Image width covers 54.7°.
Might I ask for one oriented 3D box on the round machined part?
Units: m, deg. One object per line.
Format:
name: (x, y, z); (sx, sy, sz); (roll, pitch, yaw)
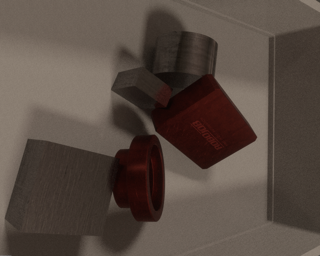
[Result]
round machined part: (-0.024, 0.057, 0.356); (0.098, 0.042, 0.097); (-4, 91, -79)

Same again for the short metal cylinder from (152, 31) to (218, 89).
short metal cylinder: (0.032, -0.084, 0.399); (0.081, 0.080, 0.050); (12, 83, -40)

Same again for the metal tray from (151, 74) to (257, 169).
metal tray: (0.061, -0.002, 0.407); (0.130, 0.090, 0.030); (40, 23, -44)

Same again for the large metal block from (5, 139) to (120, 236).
large metal block: (-0.096, 0.060, 0.311); (0.080, 0.050, 0.080); (20, 78, -39)

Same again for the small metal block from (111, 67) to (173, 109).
small metal block: (-0.022, -0.046, 0.374); (0.050, 0.050, 0.025); (32, 70, -36)
